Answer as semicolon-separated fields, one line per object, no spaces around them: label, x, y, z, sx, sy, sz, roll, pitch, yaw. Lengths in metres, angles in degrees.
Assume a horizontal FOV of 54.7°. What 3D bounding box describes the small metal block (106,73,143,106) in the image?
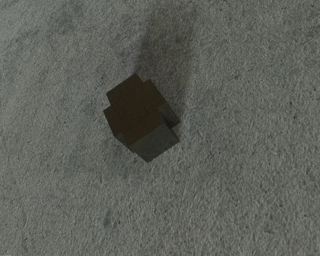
small metal block;-0.038;-0.041;0.432;0.050;0.050;0.025;-34;52;6

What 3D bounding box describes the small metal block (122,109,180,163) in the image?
small metal block;-0.010;0.011;0.386;0.050;0.050;0.025;-34;52;6

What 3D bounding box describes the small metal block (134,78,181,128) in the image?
small metal block;-0.003;-0.029;0.407;0.025;0.050;0.050;-35;52;5

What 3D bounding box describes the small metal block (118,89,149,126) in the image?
small metal block;-0.024;-0.015;0.409;0.025;0.050;0.050;-35;52;5

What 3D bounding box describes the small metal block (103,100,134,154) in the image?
small metal block;-0.045;-0.001;0.411;0.025;0.050;0.050;-35;52;5
